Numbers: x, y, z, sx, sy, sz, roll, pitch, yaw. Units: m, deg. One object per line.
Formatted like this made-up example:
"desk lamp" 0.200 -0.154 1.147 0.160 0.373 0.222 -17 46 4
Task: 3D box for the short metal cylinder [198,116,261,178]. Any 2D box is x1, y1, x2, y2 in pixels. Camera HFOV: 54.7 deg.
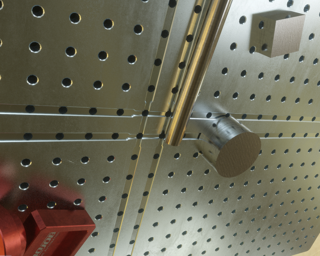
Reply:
"short metal cylinder" 0.105 0.028 0.472 0.081 0.050 0.079 -14 125 -21

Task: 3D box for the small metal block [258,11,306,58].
"small metal block" 0.167 -0.129 0.425 0.050 0.025 0.050 -17 125 -19

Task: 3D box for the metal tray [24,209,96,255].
"metal tray" -0.157 0.166 0.409 0.130 0.030 0.090 -53 146 10

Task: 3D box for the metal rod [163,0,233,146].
"metal rod" 0.059 -0.111 0.376 0.025 0.025 0.298 4 117 -31

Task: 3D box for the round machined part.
"round machined part" -0.193 0.130 0.350 0.098 0.098 0.042 -58 161 13
